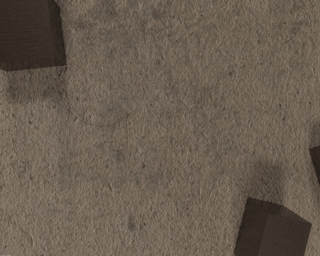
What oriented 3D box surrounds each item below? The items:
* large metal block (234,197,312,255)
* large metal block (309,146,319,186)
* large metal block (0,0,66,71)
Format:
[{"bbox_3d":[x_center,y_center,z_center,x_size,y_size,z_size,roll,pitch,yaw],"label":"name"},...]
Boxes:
[{"bbox_3d":[0.135,0.139,0.384,0.050,0.080,0.080,14,90,0],"label":"large metal block"},{"bbox_3d":[0.254,0.056,0.401,0.080,0.050,0.080,-16,90,-1],"label":"large metal block"},{"bbox_3d":[-0.172,-0.120,0.395,0.081,0.050,0.079,-7,90,-1],"label":"large metal block"}]
